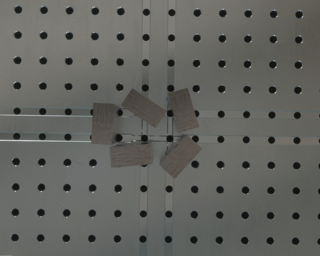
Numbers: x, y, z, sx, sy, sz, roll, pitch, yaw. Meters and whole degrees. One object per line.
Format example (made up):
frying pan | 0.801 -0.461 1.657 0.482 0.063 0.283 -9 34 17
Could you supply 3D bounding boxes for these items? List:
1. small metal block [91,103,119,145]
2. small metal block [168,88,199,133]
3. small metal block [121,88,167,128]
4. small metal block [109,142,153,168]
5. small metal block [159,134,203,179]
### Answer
small metal block | -0.069 -0.005 0.400 0.025 0.050 0.050 4 91 0
small metal block | 0.029 -0.021 0.400 0.025 0.050 0.050 -16 89 0
small metal block | -0.020 -0.025 0.401 0.050 0.050 0.025 34 91 -1
small metal block | -0.035 0.034 0.400 0.050 0.050 0.025 -5 90 0
small metal block | 0.026 0.035 0.400 0.025 0.050 0.050 42 90 1
